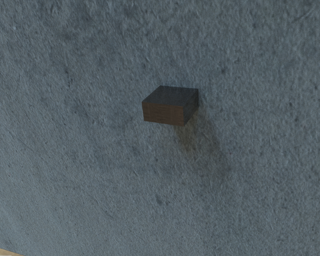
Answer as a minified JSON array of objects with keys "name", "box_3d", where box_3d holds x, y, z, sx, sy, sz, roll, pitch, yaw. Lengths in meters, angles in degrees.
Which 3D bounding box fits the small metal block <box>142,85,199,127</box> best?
[{"name":"small metal block","box_3d":[0.013,-0.028,0.367,0.050,0.050,0.025,8,122,24]}]
